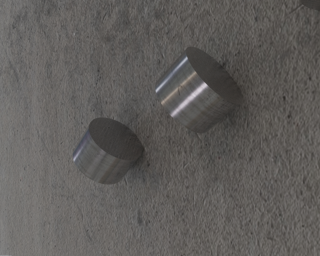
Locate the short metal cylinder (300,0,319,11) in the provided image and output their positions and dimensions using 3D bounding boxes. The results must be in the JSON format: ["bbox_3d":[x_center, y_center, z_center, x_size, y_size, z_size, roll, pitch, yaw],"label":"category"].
[{"bbox_3d":[0.155,-0.128,0.241,0.080,0.081,0.050,8,95,40],"label":"short metal cylinder"}]

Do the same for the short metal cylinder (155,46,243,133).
[{"bbox_3d":[0.042,-0.041,0.334,0.050,0.081,0.080,-44,64,31],"label":"short metal cylinder"}]

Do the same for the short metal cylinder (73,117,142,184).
[{"bbox_3d":[-0.072,0.031,0.429,0.080,0.081,0.050,52,121,27],"label":"short metal cylinder"}]
